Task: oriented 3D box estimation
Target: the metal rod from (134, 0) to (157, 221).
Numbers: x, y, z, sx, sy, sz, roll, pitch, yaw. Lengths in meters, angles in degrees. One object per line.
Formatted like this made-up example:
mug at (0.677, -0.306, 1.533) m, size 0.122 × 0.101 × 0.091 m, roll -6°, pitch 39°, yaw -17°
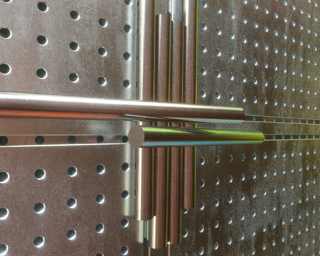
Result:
metal rod at (-0.019, -0.036, 0.391) m, size 0.025 × 0.025 × 0.298 m, roll 1°, pitch 89°, yaw -40°

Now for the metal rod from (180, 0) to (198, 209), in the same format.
metal rod at (0.040, -0.038, 0.440) m, size 0.025 × 0.025 × 0.298 m, roll 1°, pitch 89°, yaw -40°

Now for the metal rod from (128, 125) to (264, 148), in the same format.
metal rod at (0.075, 0.013, 0.444) m, size 0.302 × 0.025 × 0.025 m, roll 2°, pitch 89°, yaw -48°

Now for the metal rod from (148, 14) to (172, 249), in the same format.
metal rod at (0.000, 0.004, 0.407) m, size 0.025 × 0.025 × 0.298 m, roll 2°, pitch 89°, yaw -40°

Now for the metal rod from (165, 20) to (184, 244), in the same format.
metal rod at (0.019, 0.005, 0.425) m, size 0.025 × 0.025 × 0.298 m, roll 1°, pitch 89°, yaw -40°

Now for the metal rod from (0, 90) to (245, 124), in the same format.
metal rod at (-0.019, -0.020, 0.362) m, size 0.302 × 0.025 × 0.025 m, roll 1°, pitch 90°, yaw -31°
